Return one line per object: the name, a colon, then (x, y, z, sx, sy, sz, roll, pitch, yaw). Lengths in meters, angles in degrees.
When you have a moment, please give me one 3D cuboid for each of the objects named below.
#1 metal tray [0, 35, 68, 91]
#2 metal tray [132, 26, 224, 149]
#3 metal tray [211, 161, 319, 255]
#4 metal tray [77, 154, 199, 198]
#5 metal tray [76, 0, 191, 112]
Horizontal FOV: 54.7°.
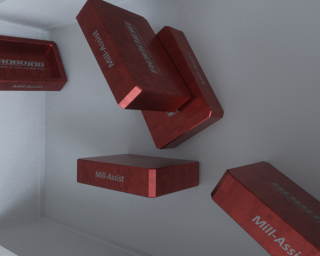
metal tray: (-0.234, -0.109, 0.525, 0.030, 0.131, 0.090, -37, 67, 44)
metal tray: (0.012, -0.049, 0.392, 0.090, 0.030, 0.130, -36, 68, 34)
metal tray: (0.118, 0.083, 0.266, 0.130, 0.091, 0.030, 42, 115, 31)
metal tray: (-0.029, 0.055, 0.386, 0.130, 0.091, 0.030, 1, 91, 39)
metal tray: (-0.028, -0.080, 0.346, 0.030, 0.091, 0.130, -41, 65, 32)
